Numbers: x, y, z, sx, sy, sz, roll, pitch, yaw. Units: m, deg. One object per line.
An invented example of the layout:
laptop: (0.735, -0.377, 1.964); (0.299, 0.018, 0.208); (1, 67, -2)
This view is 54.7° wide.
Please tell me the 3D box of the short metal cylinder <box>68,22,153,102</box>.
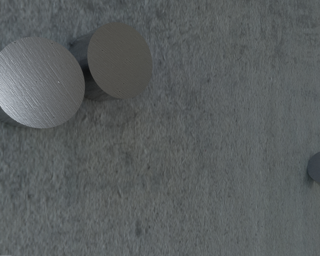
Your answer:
short metal cylinder: (-0.055, -0.070, 0.343); (0.081, 0.050, 0.079); (0, 90, -40)

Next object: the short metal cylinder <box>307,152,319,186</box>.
short metal cylinder: (0.382, 0.096, 0.694); (0.050, 0.080, 0.080); (37, 67, -34)

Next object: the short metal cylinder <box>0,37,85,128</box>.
short metal cylinder: (-0.119, -0.040, 0.290); (0.081, 0.050, 0.079); (0, 90, -40)
